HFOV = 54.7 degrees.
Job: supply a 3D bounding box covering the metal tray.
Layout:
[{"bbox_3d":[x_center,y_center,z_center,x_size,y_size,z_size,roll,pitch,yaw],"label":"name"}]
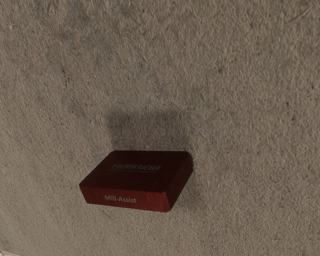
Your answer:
[{"bbox_3d":[-0.031,0.067,0.421,0.130,0.090,0.030,-1,118,28],"label":"metal tray"}]
